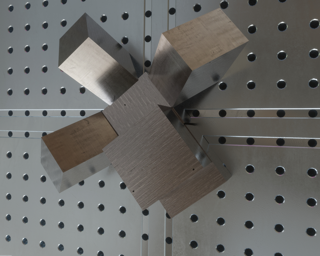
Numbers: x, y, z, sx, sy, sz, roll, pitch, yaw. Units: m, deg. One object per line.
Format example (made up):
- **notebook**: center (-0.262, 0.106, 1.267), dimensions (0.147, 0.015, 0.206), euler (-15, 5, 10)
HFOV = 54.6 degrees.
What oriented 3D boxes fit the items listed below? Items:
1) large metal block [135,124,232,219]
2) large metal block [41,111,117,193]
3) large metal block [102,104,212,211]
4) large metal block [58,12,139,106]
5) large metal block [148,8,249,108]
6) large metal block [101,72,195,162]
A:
- **large metal block**: center (0.030, 0.052, 0.388), dimensions (0.080, 0.050, 0.080), euler (-38, 77, 15)
- **large metal block**: center (-0.105, 0.033, 0.405), dimensions (0.050, 0.081, 0.080), euler (54, 148, 13)
- **large metal block**: center (-0.002, 0.031, 0.346), dimensions (0.080, 0.050, 0.080), euler (-39, 79, 15)
- **large metal block**: center (-0.079, -0.088, 0.395), dimensions (0.050, 0.080, 0.080), euler (-40, 38, 16)
- **large metal block**: center (0.040, -0.077, 0.353), dimensions (0.080, 0.080, 0.050), euler (-31, 77, -23)
- **large metal block**: center (-0.015, -0.013, 0.405), dimensions (0.080, 0.050, 0.080), euler (-40, 78, 15)
